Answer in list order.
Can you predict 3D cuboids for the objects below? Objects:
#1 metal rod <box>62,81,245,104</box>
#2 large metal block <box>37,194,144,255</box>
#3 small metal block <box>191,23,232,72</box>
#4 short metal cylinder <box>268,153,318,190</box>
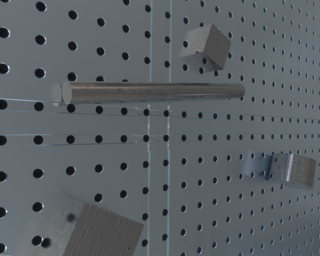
[{"bbox_3d":[0.017,-0.050,0.423,0.302,0.025,0.025,-6,94,-40],"label":"metal rod"},{"bbox_3d":[-0.075,0.126,0.331,0.080,0.050,0.080,33,70,-35],"label":"large metal block"},{"bbox_3d":[0.079,-0.122,0.476,0.050,0.025,0.050,30,72,-36],"label":"small metal block"},{"bbox_3d":[0.250,0.082,0.584,0.080,0.080,0.050,25,75,-38],"label":"short metal cylinder"}]
